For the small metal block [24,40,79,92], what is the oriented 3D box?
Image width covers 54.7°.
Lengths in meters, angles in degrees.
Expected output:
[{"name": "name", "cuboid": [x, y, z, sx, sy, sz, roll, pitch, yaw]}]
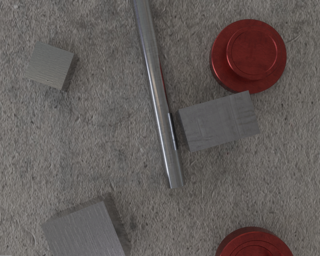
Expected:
[{"name": "small metal block", "cuboid": [-0.142, -0.080, 0.409, 0.050, 0.025, 0.050, 20, 90, 0]}]

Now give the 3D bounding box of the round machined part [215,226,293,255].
[{"name": "round machined part", "cuboid": [0.119, 0.176, 0.402, 0.099, 0.042, 0.097, 0, 90, 0]}]

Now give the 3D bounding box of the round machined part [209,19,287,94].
[{"name": "round machined part", "cuboid": [0.116, -0.093, 0.402, 0.099, 0.042, 0.097, 0, 90, 0]}]

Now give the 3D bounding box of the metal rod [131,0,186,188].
[{"name": "metal rod", "cuboid": [-0.007, -0.070, 0.409, 0.025, 0.025, 0.298, -11, 90, 0]}]

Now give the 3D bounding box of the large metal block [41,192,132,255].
[{"name": "large metal block", "cuboid": [-0.091, 0.139, 0.397, 0.080, 0.050, 0.080, -22, 90, 0]}]

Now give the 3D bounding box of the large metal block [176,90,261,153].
[{"name": "large metal block", "cuboid": [0.066, -0.008, 0.383, 0.080, 0.080, 0.050, -15, 90, 0]}]
